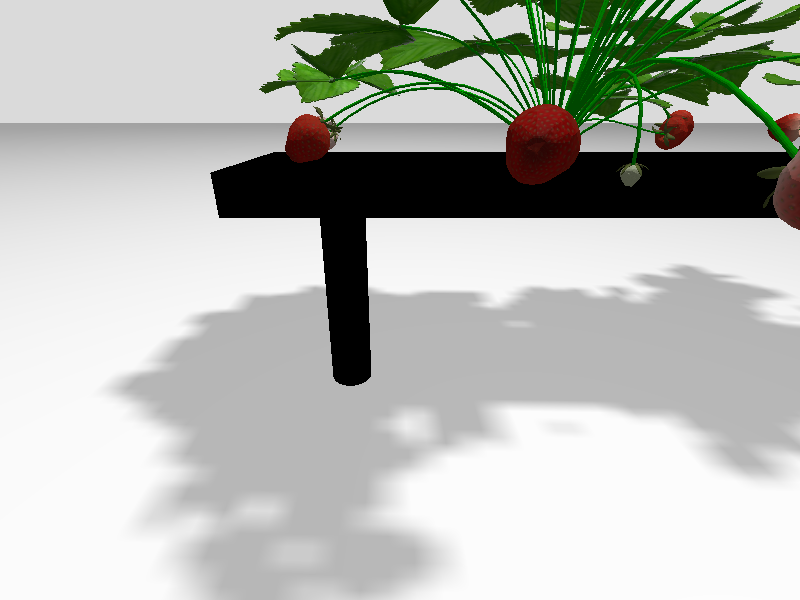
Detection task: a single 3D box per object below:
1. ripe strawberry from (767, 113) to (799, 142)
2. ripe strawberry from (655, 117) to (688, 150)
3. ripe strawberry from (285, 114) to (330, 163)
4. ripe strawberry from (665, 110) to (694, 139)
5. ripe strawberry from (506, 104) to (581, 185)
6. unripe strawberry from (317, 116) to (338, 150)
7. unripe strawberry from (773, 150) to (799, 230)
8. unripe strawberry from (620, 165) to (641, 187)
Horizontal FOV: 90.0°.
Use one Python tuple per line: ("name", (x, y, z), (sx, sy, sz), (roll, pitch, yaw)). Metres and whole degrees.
("ripe strawberry", (0.476, -0.212, 0.495), (0.032, 0.034, 0.035), (-13, 27, -25))
("ripe strawberry", (0.266, -0.162, 0.389), (0.028, 0.030, 0.026), (-11, 28, -24))
("ripe strawberry", (-0.067, -0.115, 0.289), (0.030, 0.035, 0.035), (46, 9, -26))
("ripe strawberry", (0.306, -0.189, 0.440), (0.034, 0.035, 0.031), (-6, 24, -36))
("ripe strawberry", (0.073, -0.080, 0.208), (0.038, 0.040, 0.041), (10, 28, 20))
("unripe strawberry", (-0.078, -0.161, 0.390), (0.032, 0.031, 0.030), (-4, 22, 23))
("unripe strawberry", (0.123, -0.031, 0.111), (0.026, 0.030, 0.028), (0, 37, 0))
("unripe strawberry", (0.105, -0.057, 0.183), (0.009, 0.010, 0.010), (3, 25, 6))
